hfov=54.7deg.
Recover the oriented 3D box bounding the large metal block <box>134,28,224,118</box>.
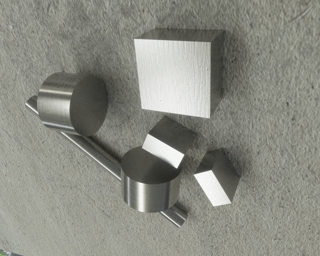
[{"bbox_3d":[0.023,-0.062,0.339,0.080,0.050,0.079,9,123,23],"label":"large metal block"}]

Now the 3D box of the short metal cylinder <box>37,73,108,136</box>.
[{"bbox_3d":[-0.112,-0.032,0.409,0.050,0.080,0.079,9,122,23],"label":"short metal cylinder"}]

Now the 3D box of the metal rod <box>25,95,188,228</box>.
[{"bbox_3d":[-0.083,0.051,0.480,0.300,0.025,0.025,38,129,2],"label":"metal rod"}]

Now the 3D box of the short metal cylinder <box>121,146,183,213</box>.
[{"bbox_3d":[-0.012,0.066,0.417,0.080,0.080,0.050,16,125,18],"label":"short metal cylinder"}]

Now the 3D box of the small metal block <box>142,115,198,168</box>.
[{"bbox_3d":[0.013,0.016,0.392,0.050,0.050,0.025,30,128,8],"label":"small metal block"}]

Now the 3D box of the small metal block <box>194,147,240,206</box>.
[{"bbox_3d":[0.073,0.061,0.389,0.025,0.050,0.050,-22,107,36],"label":"small metal block"}]
